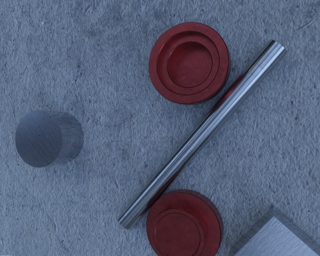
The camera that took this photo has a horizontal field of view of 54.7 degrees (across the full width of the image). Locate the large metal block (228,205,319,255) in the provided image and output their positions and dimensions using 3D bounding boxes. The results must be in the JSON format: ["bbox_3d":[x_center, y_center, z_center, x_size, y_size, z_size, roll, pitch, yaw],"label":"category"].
[{"bbox_3d":[0.133,0.149,0.349,0.080,0.050,0.080,42,103,15],"label":"large metal block"}]

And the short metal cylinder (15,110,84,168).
[{"bbox_3d":[-0.160,0.015,0.452,0.080,0.050,0.080,0,90,20],"label":"short metal cylinder"}]

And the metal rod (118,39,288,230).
[{"bbox_3d":[0.045,0.017,0.392,0.025,0.025,0.299,43,103,15],"label":"metal rod"}]

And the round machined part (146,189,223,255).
[{"bbox_3d":[0.028,0.130,0.390,0.098,0.042,0.097,0,90,20],"label":"round machined part"}]

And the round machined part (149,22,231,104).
[{"bbox_3d":[0.039,-0.077,0.386,0.098,0.042,0.097,0,90,20],"label":"round machined part"}]
